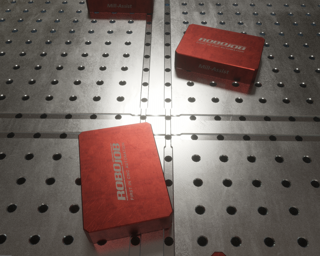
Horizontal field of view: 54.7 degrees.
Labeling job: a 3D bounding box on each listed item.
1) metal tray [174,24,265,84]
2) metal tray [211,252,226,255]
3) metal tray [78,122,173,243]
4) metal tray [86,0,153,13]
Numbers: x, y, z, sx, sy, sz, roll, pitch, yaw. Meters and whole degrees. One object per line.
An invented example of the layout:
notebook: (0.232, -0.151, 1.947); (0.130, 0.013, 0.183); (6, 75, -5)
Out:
metal tray: (0.099, -0.125, 0.510); (0.131, 0.030, 0.090); (15, 51, 12)
metal tray: (0.039, 0.181, 0.253); (0.131, 0.030, 0.090); (-36, 59, -27)
metal tray: (-0.043, 0.056, 0.357); (0.091, 0.030, 0.130); (-9, 51, -8)
metal tray: (-0.077, -0.273, 0.632); (0.131, 0.030, 0.090); (2, 50, 1)
